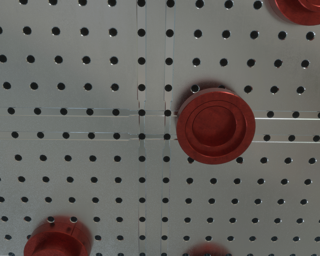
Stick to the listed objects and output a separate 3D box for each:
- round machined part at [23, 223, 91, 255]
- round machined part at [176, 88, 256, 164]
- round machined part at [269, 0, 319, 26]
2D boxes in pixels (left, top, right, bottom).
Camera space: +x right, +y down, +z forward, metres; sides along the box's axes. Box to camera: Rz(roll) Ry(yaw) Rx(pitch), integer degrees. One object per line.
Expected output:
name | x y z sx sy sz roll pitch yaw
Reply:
round machined part | -0.160 0.199 0.475 0.099 0.042 0.097 0 110 -1
round machined part | 0.070 -0.005 0.404 0.099 0.042 0.097 0 110 -1
round machined part | 0.176 -0.165 0.346 0.099 0.042 0.097 0 110 -1
